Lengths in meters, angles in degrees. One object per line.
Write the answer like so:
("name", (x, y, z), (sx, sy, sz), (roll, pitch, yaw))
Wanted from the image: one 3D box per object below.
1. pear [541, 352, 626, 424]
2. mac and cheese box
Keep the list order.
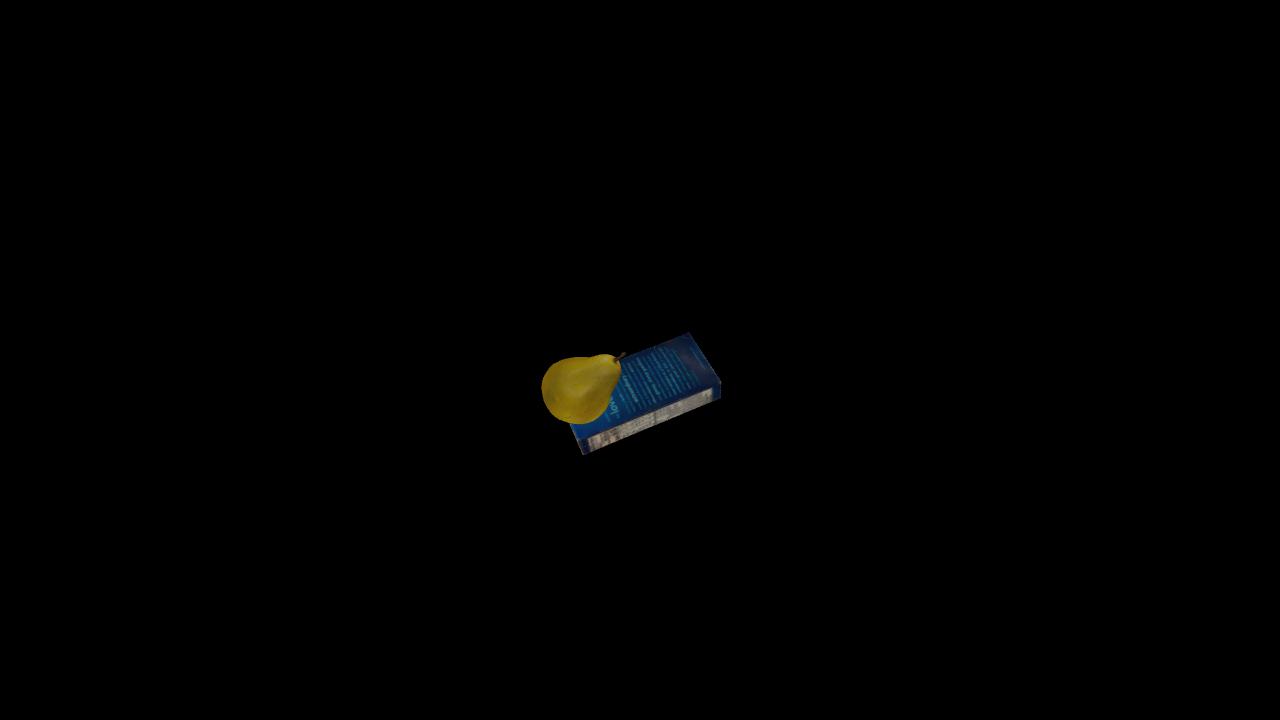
("pear", (-0.052, 0.021, 0.677), (0.111, 0.080, 0.080), (-32, -11, 18))
("mac and cheese box", (-0.002, 0.038, 0.750), (0.184, 0.093, 0.041), (-21, -38, -10))
